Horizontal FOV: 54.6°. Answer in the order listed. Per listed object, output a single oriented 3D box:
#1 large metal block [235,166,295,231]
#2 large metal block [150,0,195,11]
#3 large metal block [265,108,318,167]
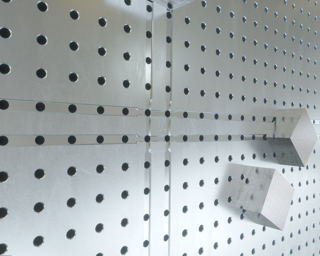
[{"bbox_3d":[0.188,0.124,0.549,0.080,0.050,0.080,40,66,-33],"label":"large metal block"},{"bbox_3d":[0.006,-0.210,0.396,0.081,0.050,0.080,9,84,-40],"label":"large metal block"},{"bbox_3d":[0.260,0.018,0.609,0.080,0.050,0.080,-52,120,-27],"label":"large metal block"}]
